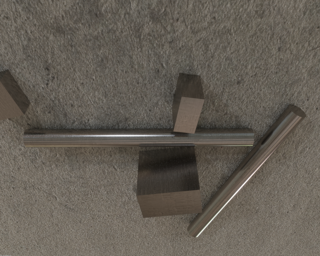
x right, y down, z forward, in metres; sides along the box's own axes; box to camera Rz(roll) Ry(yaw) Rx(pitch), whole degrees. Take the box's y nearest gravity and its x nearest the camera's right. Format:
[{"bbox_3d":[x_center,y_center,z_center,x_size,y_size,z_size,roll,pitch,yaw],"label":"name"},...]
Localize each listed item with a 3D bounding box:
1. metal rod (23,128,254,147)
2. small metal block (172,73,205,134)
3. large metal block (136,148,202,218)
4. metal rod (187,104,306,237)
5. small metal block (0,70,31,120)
[{"bbox_3d":[-0.027,0.013,0.417,0.302,0.025,0.025,0,130,-1],"label":"metal rod"},{"bbox_3d":[0.032,-0.029,0.366,0.025,0.050,0.050,6,130,-6],"label":"small metal block"},{"bbox_3d":[0.013,0.074,0.435,0.080,0.080,0.050,-6,130,5],"label":"large metal block"},{"bbox_3d":[0.118,0.084,0.480,0.025,0.025,0.298,17,128,-14],"label":"metal rod"},{"bbox_3d":[-0.195,-0.037,0.373,0.050,0.025,0.050,-12,129,9],"label":"small metal block"}]
